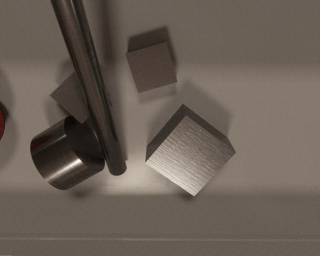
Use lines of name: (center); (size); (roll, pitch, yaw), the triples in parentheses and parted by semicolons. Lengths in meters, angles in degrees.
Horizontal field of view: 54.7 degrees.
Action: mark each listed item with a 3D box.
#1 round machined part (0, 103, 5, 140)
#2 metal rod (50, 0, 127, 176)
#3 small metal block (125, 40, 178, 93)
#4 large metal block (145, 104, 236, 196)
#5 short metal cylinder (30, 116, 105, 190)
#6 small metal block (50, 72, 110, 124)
round machined part: (-0.247, -0.011, 0.382); (0.099, 0.042, 0.097); (-9, 111, -24)
metal rod: (-0.071, -0.044, 0.324); (0.025, 0.025, 0.298); (-5, 137, 1)
small metal block: (-0.010, -0.076, 0.383); (0.050, 0.025, 0.050); (-16, 110, 5)
large metal block: (0.038, 0.028, 0.409); (0.080, 0.050, 0.080); (36, 106, -13)
short metal cylinder: (-0.114, 0.031, 0.392); (0.050, 0.080, 0.080); (-30, 108, 10)
small metal block: (-0.099, -0.041, 0.386); (0.050, 0.025, 0.050); (44, 80, -15)
